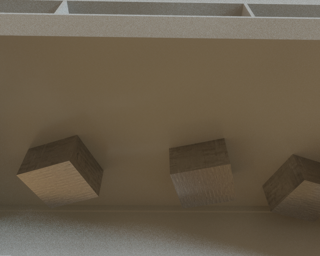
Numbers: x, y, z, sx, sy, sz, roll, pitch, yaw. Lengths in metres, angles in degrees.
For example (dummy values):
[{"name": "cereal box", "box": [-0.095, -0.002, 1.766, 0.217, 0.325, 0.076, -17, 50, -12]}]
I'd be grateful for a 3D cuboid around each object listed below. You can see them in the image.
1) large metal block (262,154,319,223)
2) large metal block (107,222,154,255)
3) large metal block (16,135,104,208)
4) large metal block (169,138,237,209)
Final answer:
[{"name": "large metal block", "box": [0.220, 0.094, 0.475, 0.081, 0.050, 0.079, 17, 128, -14]}, {"name": "large metal block", "box": [-0.057, 0.226, 0.587, 0.081, 0.050, 0.079, 8, 130, -7]}, {"name": "large metal block", "box": [-0.139, 0.064, 0.446, 0.080, 0.050, 0.080, -16, 129, 13]}, {"name": "large metal block", "box": [0.062, 0.067, 0.450, 0.080, 0.050, 0.080, -11, 129, 9]}]
